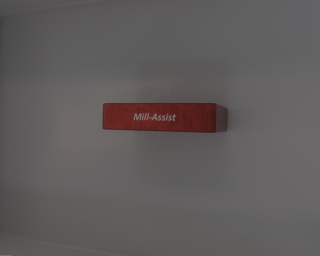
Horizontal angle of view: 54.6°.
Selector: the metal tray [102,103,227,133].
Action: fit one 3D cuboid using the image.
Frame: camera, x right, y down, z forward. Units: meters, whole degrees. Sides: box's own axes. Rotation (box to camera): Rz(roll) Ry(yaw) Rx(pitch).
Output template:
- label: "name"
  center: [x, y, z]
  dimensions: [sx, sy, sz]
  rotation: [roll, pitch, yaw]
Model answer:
- label: "metal tray"
  center: [0.009, -0.012, 0.372]
  dimensions: [0.130, 0.090, 0.030]
  rotation: [2, 91, 20]
